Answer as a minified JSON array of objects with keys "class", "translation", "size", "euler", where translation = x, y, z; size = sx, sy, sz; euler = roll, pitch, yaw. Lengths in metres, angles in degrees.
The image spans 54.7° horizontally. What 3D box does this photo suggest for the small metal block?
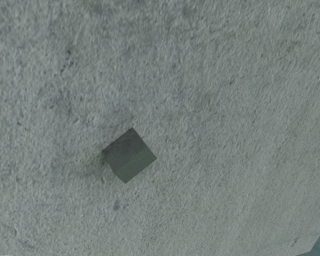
[{"class":"small metal block","translation":[-0.039,0.034,0.391],"size":[0.050,0.050,0.025],"euler":[-38,130,-3]}]
